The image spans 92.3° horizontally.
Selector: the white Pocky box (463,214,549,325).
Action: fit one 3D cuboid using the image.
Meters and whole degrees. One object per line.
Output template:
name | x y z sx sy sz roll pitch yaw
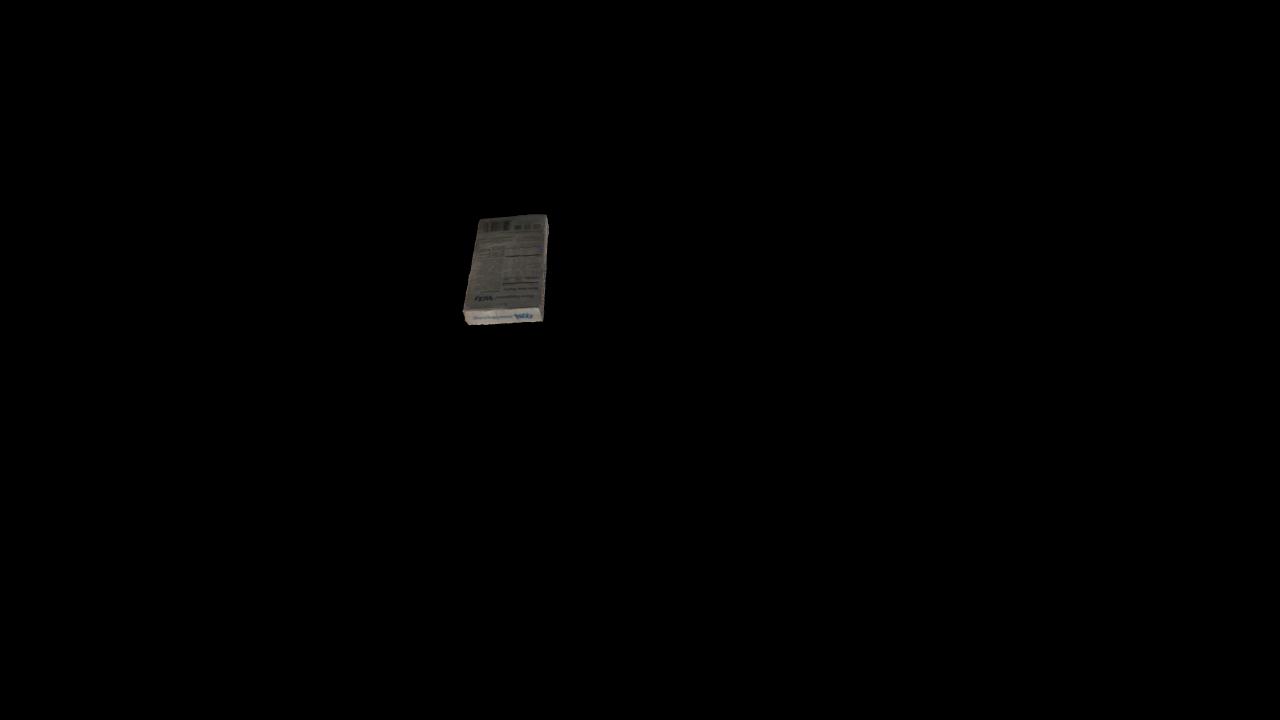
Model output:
white Pocky box | -0.148 -0.106 0.696 0.084 0.154 0.028 -4 -38 0
